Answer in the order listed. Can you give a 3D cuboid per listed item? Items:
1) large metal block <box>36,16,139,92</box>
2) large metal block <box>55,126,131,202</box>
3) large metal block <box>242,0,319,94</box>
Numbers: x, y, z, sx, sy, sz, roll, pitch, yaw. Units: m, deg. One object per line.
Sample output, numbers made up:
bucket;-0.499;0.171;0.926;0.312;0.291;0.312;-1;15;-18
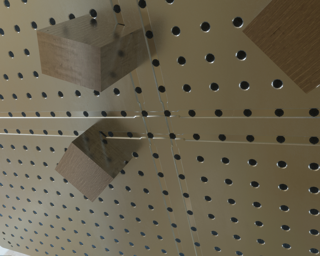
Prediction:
large metal block;-0.081;-0.090;0.363;0.080;0.080;0.050;19;126;17
large metal block;-0.106;0.058;0.488;0.080;0.050;0.080;41;129;0
large metal block;0.134;-0.091;0.268;0.080;0.050;0.080;44;129;-2
